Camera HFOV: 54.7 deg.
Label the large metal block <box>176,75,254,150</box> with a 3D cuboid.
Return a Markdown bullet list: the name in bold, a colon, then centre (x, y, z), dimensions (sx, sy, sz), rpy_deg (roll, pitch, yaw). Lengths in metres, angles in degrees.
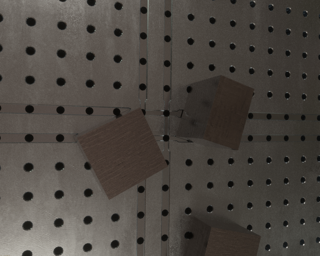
- **large metal block**: centre (0.070, -0.018, 0.411), dimensions (0.050, 0.080, 0.080), rpy_deg (18, 84, -20)

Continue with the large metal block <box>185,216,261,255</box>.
- **large metal block**: centre (0.084, 0.177, 0.432), dimensions (0.081, 0.050, 0.080), rpy_deg (17, 84, -20)

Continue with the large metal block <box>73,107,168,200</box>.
- **large metal block**: centre (-0.049, 0.029, 0.382), dimensions (0.081, 0.050, 0.080), rpy_deg (-28, 100, -18)
